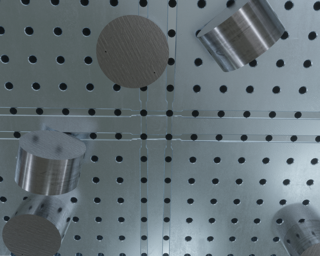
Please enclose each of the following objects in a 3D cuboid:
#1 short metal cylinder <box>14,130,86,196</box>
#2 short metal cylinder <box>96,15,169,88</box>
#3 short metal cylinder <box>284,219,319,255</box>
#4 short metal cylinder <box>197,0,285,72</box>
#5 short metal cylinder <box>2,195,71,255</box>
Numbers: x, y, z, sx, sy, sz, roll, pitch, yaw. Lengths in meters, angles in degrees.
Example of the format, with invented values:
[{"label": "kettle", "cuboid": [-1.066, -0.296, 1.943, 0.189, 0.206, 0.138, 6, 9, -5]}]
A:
[{"label": "short metal cylinder", "cuboid": [-0.140, 0.042, 0.398, 0.080, 0.080, 0.050, 14, 110, -5]}, {"label": "short metal cylinder", "cuboid": [-0.030, -0.092, 0.366, 0.081, 0.050, 0.079, 0, 110, 0]}, {"label": "short metal cylinder", "cuboid": [0.238, 0.187, 0.471, 0.081, 0.050, 0.079, 0, 110, 0]}, {"label": "short metal cylinder", "cuboid": [0.089, -0.108, 0.345, 0.080, 0.080, 0.050, -37, 106, 12]}, {"label": "short metal cylinder", "cuboid": [-0.177, 0.144, 0.451, 0.081, 0.050, 0.079, 0, 110, 0]}]
